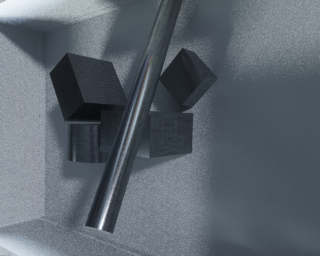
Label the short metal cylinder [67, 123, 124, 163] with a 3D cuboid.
[{"bbox_3d":[-0.091,0.019,0.443,0.080,0.081,0.050,4,93,39],"label":"short metal cylinder"}]

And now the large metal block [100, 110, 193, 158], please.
[{"bbox_3d":[-0.016,0.005,0.382,0.080,0.081,0.050,3,92,39],"label":"large metal block"}]

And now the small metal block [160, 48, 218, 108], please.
[{"bbox_3d":[0.033,-0.060,0.378,0.050,0.025,0.050,-49,61,28],"label":"small metal block"}]

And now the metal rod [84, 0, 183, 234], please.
[{"bbox_3d":[-0.017,-0.043,0.329,0.025,0.025,0.300,-7,57,39],"label":"metal rod"}]

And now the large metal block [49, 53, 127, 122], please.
[{"bbox_3d":[-0.103,-0.056,0.453,0.050,0.081,0.080,-35,69,34],"label":"large metal block"}]
